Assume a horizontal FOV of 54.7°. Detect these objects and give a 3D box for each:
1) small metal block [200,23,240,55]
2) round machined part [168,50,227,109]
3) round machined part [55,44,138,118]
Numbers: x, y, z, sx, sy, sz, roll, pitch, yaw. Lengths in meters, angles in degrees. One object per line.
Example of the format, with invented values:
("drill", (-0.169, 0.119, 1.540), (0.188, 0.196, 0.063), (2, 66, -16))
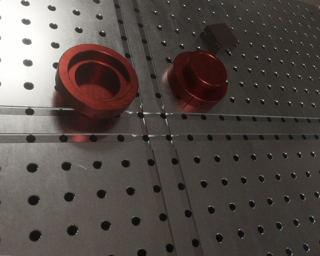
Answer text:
("small metal block", (0.110, -0.164, 0.570), (0.050, 0.025, 0.050), (-21, 73, -36))
("round machined part", (0.065, -0.082, 0.485), (0.099, 0.042, 0.098), (14, 56, -21))
("round machined part", (-0.080, -0.054, 0.388), (0.099, 0.042, 0.098), (14, 56, -21))
